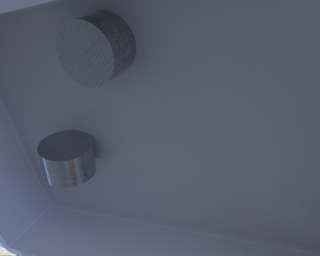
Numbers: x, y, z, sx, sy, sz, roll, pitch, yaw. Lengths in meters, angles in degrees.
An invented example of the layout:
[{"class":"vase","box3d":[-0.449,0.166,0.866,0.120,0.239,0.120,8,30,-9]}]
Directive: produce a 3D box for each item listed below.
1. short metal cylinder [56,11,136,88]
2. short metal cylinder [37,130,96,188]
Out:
[{"class":"short metal cylinder","box3d":[-0.076,-0.095,0.374,0.080,0.050,0.079,13,124,21]},{"class":"short metal cylinder","box3d":[-0.141,0.046,0.476,0.080,0.080,0.050,14,124,20]}]
